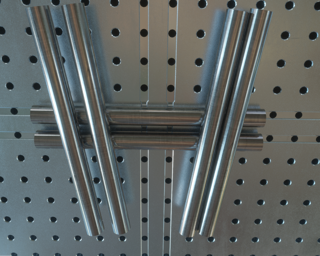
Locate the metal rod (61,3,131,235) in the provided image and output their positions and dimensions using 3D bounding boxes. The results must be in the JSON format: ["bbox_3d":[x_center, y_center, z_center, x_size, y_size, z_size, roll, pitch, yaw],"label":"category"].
[{"bbox_3d":[-0.075,0.004,0.388,0.025,0.025,0.298,-8,110,3],"label":"metal rod"}]

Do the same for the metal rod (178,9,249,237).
[{"bbox_3d":[0.062,0.009,0.391,0.025,0.025,0.298,9,110,-3],"label":"metal rod"}]

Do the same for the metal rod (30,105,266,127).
[{"bbox_3d":[-0.014,-0.015,0.408,0.302,0.025,0.025,1,110,-1],"label":"metal rod"}]

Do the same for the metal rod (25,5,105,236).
[{"bbox_3d":[-0.113,0.007,0.389,0.025,0.025,0.298,-8,110,3],"label":"metal rod"}]

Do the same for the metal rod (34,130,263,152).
[{"bbox_3d":[-0.014,0.017,0.420,0.302,0.025,0.025,1,110,-1],"label":"metal rod"}]

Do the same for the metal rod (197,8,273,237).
[{"bbox_3d":[0.088,0.009,0.391,0.025,0.025,0.298,9,110,-3],"label":"metal rod"}]
